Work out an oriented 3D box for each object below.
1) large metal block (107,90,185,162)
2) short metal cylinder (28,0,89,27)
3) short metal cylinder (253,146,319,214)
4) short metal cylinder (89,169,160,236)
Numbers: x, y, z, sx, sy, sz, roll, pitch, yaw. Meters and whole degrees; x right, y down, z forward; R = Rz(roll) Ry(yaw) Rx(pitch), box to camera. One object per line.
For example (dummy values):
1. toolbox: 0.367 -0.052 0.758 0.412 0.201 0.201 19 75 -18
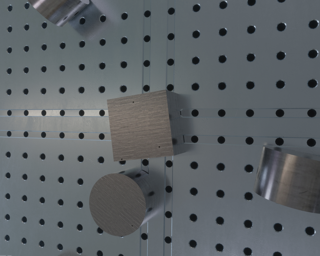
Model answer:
1. large metal block: -0.017 -0.002 0.405 0.080 0.050 0.080 -8 88 19
2. short metal cylinder: -0.147 -0.191 0.435 0.050 0.080 0.080 -35 79 16
3. short metal cylinder: 0.146 0.052 0.332 0.080 0.080 0.050 13 95 19
4. short metal cylinder: -0.046 0.097 0.416 0.080 0.050 0.079 0 90 20
